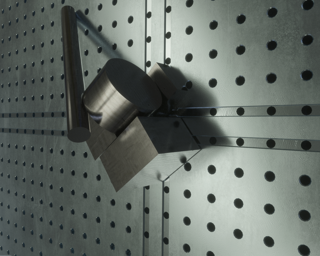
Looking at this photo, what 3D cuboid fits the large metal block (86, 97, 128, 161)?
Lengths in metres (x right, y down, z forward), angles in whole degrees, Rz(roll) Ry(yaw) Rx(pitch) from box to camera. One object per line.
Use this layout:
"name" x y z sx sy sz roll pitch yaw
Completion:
"large metal block" -0.059 -0.006 0.421 0.050 0.081 0.080 -45 63 30

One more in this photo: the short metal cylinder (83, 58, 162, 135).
"short metal cylinder" -0.045 -0.038 0.375 0.050 0.081 0.080 -44 64 31

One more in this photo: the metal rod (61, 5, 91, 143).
"metal rod" -0.125 -0.097 0.442 0.025 0.025 0.300 -49 40 29

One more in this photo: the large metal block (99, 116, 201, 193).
"large metal block" -0.012 0.031 0.379 0.080 0.081 0.050 -45 64 30

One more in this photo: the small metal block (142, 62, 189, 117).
"small metal block" 0.002 -0.049 0.407 0.050 0.025 0.050 -49 62 28
